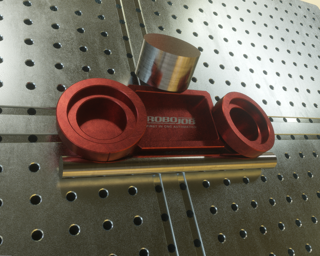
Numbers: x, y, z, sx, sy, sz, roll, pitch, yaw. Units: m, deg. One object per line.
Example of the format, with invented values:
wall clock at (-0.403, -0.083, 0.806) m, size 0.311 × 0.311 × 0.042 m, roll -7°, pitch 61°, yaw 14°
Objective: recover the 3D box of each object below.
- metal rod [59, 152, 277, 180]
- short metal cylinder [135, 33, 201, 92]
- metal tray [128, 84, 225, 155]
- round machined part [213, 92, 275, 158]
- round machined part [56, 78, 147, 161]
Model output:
metal rod at (0.031, 0.045, 0.392) m, size 0.303 × 0.025 × 0.025 m, roll 2°, pitch 61°, yaw -28°
short metal cylinder at (0.010, -0.092, 0.430) m, size 0.081 × 0.050 × 0.080 m, roll 14°, pitch 31°, yaw -8°
metal tray at (0.017, -0.009, 0.414) m, size 0.131 × 0.030 × 0.090 m, roll 1°, pitch 62°, yaw -28°
round machined part at (0.115, -0.001, 0.448) m, size 0.099 × 0.042 × 0.098 m, roll 20°, pitch 50°, yaw -25°
round machined part at (-0.067, -0.006, 0.354) m, size 0.099 × 0.042 × 0.098 m, roll 9°, pitch 57°, yaw -14°
